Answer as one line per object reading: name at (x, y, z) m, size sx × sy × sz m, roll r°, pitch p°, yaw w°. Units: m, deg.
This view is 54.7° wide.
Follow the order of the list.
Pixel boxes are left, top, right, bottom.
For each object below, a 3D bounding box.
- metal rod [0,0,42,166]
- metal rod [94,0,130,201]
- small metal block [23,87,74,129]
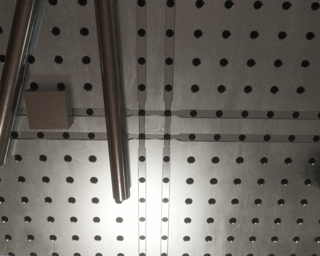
metal rod at (-0.175, -0.085, 0.379) m, size 0.025 × 0.025 × 0.298 m, roll 19°, pitch 109°, yaw -7°
metal rod at (-0.060, -0.041, 0.397) m, size 0.025 × 0.025 × 0.298 m, roll -2°, pitch 110°, yaw 0°
small metal block at (-0.143, -0.026, 0.402) m, size 0.050 × 0.025 × 0.050 m, roll 0°, pitch 110°, yaw -1°
